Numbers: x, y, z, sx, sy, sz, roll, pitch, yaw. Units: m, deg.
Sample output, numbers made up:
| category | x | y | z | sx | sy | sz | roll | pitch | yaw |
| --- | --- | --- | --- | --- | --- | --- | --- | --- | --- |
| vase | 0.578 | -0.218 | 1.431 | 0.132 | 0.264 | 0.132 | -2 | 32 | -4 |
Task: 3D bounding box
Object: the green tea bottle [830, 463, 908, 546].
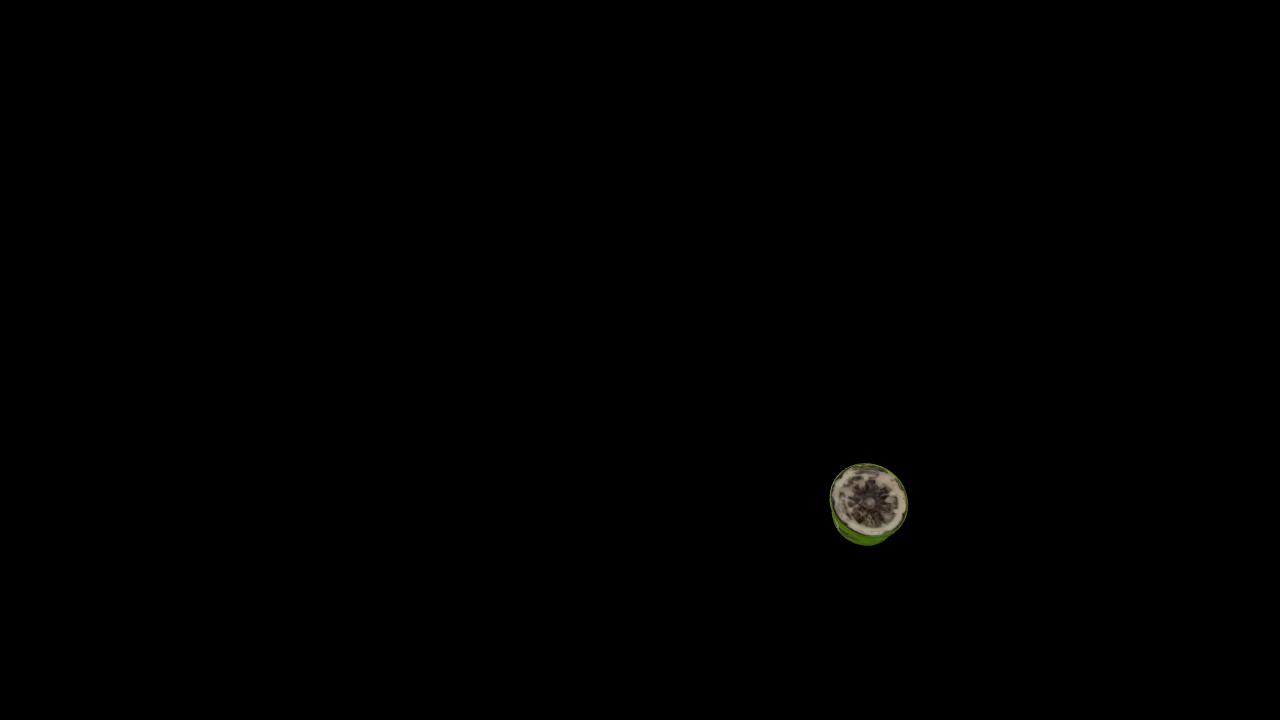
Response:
| category | x | y | z | sx | sy | sz | roll | pitch | yaw |
| --- | --- | --- | --- | --- | --- | --- | --- | --- | --- |
| green tea bottle | 0.240 | 0.160 | 0.655 | 0.073 | 0.073 | 0.212 | 0 | -17 | 19 |
